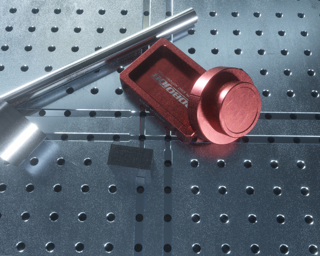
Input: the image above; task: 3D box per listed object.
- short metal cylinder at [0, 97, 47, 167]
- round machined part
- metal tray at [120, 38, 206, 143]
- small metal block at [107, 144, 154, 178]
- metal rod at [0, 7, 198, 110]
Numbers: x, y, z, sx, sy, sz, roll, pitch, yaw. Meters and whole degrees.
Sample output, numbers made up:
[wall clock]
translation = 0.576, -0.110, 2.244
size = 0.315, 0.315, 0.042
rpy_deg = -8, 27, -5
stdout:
[short metal cylinder]
translation = -0.188, 0.003, 0.379
size = 0.080, 0.080, 0.050
rpy_deg = 36, 74, 11
[round machined part]
translation = 0.086, -0.026, 0.383
size = 0.098, 0.098, 0.042
rpy_deg = -45, 33, -15
[metal tray]
translation = 0.020, -0.054, 0.428
size = 0.130, 0.030, 0.090
rpy_deg = 42, 75, 13
[small metal block]
translation = -0.034, 0.042, 0.383
size = 0.050, 0.050, 0.025
rpy_deg = 7, 70, 2
[metal rod]
translation = -0.080, -0.103, 0.448
size = 0.302, 0.025, 0.025
rpy_deg = -28, 73, -10
